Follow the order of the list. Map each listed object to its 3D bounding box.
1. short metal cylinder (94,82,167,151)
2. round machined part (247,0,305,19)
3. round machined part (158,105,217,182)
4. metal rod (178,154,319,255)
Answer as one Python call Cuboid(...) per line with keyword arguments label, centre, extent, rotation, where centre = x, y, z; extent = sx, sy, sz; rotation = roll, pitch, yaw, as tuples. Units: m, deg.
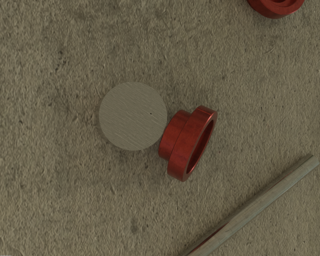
Cuboid(label="short metal cylinder", centre=(-0.037, -0.013, 0.381), extent=(0.081, 0.050, 0.080), rotation=(0, 89, -18))
Cuboid(label="round machined part", centre=(0.166, -0.211, 0.461), extent=(0.099, 0.042, 0.097), rotation=(0, 90, -20))
Cuboid(label="round machined part", centre=(0.032, 0.015, 0.392), extent=(0.042, 0.098, 0.098), rotation=(26, 80, 16))
Cuboid(label="metal rod", centre=(0.124, 0.128, 0.455), extent=(0.302, 0.025, 0.025), rotation=(-32, 101, -17))
